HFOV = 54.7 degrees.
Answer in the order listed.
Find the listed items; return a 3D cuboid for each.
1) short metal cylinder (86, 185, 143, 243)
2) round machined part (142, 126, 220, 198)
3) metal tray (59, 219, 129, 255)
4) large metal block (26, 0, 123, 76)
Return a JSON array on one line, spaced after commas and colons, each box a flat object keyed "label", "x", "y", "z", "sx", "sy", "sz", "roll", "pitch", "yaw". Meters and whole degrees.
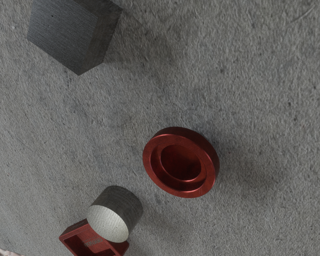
[{"label": "short metal cylinder", "x": -0.075, "y": 0.144, "z": 0.519, "sx": 0.080, "sy": 0.050, "sz": 0.079, "roll": 13, "pitch": 124, "yaw": 21}, {"label": "round machined part", "x": 0.030, "y": 0.040, "z": 0.405, "sx": 0.098, "sy": 0.042, "sz": 0.097, "roll": 13, "pitch": 124, "yaw": 21}, {"label": "metal tray", "x": -0.133, "y": 0.225, "z": 0.612, "sx": 0.130, "sy": 0.030, "sz": 0.090, "roll": -33, "pitch": 100, "yaw": 38}, {"label": "large metal block", "x": -0.103, "y": -0.123, "z": 0.369, "sx": 0.080, "sy": 0.050, "sz": 0.079, "roll": 36, "pitch": 129, "yaw": 4}]
